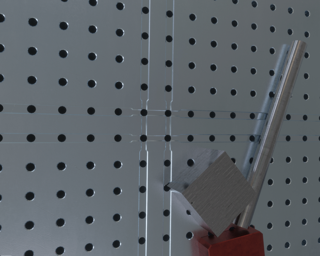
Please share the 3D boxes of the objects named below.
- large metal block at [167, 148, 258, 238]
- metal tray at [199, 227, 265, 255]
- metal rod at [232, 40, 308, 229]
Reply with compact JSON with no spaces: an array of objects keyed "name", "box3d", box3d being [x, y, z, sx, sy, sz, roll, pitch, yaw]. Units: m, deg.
[{"name":"large metal block","box3d":[0.071,0.086,0.426,0.080,0.050,0.080,-41,103,-15]},{"name":"metal tray","box3d":[0.109,0.218,0.451,0.091,0.030,0.129,-7,93,-20]},{"name":"metal rod","box3d":[0.170,0.005,0.475,0.025,0.025,0.299,23,82,-19]}]
